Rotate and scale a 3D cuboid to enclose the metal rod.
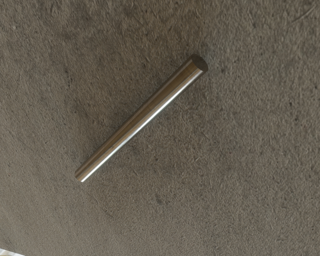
[{"bbox_3d":[-0.045,0.004,0.433,0.025,0.025,0.299,46,129,-4],"label":"metal rod"}]
